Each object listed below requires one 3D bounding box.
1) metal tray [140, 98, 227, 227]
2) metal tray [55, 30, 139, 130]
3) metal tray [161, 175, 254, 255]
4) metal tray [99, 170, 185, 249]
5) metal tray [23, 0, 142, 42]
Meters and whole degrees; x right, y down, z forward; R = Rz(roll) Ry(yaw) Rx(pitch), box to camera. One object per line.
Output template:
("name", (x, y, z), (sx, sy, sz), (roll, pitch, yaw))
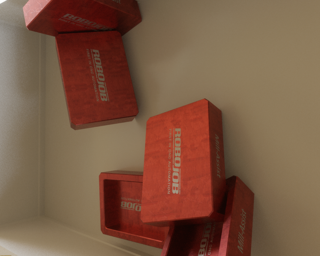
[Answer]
("metal tray", (0.025, 0.040, 0.348), (0.090, 0.030, 0.130), (-18, 57, 34))
("metal tray", (-0.089, -0.069, 0.433), (0.030, 0.091, 0.129), (140, 118, -68))
("metal tray", (0.044, 0.114, 0.305), (0.090, 0.130, 0.030), (-36, 105, 33))
("metal tray", (-0.029, 0.107, 0.425), (0.130, 0.030, 0.089), (-4, 88, 39))
("metal tray", (-0.101, -0.153, 0.419), (0.090, 0.131, 0.030), (-23, 75, 37))
